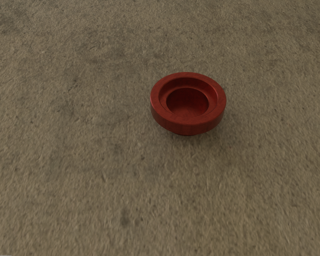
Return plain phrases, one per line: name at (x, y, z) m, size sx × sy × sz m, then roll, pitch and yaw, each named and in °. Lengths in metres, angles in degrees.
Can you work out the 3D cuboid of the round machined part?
round machined part at (0.037, -0.028, 0.416) m, size 0.099 × 0.042 × 0.098 m, roll 0°, pitch 50°, yaw 0°
